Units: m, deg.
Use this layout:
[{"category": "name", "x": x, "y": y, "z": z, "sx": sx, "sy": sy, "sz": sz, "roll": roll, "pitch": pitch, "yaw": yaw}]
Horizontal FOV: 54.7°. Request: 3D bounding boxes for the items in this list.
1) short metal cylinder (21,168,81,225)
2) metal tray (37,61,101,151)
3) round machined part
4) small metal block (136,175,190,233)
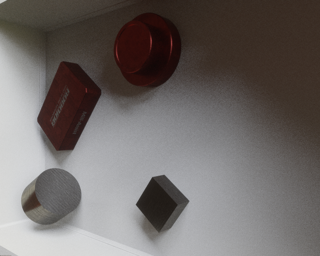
[{"category": "short metal cylinder", "x": -0.180, "y": 0.114, "z": 0.517, "sx": 0.050, "sy": 0.081, "sz": 0.080, "roll": -37, "pitch": 68, "yaw": 34}, {"category": "metal tray", "x": -0.159, "y": -0.036, "z": 0.532, "sx": 0.090, "sy": 0.030, "sz": 0.129, "roll": 46, "pitch": 117, "yaw": 29}, {"category": "round machined part", "x": -0.024, "y": -0.104, "z": 0.413, "sx": 0.098, "sy": 0.042, "sz": 0.097, "roll": 0, "pitch": 90, "yaw": 39}, {"category": "small metal block", "x": 0.002, "y": 0.098, "z": 0.403, "sx": 0.050, "sy": 0.025, "sz": 0.050, "roll": 43, "pitch": 116, "yaw": 31}]
